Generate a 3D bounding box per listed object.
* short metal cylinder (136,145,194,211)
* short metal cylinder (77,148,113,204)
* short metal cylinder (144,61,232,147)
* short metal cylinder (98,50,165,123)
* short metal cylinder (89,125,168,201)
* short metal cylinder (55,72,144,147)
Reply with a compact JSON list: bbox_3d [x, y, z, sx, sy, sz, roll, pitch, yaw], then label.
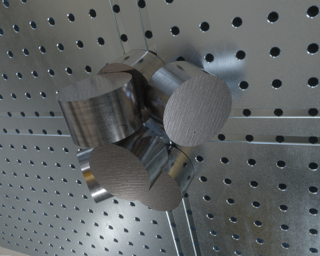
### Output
[{"bbox_3d":[0.002,0.070,0.437,0.080,0.050,0.079,13,125,20],"label":"short metal cylinder"},{"bbox_3d":[-0.082,0.062,0.450,0.050,0.080,0.080,-21,114,-11],"label":"short metal cylinder"},{"bbox_3d":[0.029,-0.027,0.335,0.050,0.081,0.079,-134,34,-53],"label":"short metal cylinder"},{"bbox_3d":[-0.032,-0.050,0.381,0.080,0.050,0.079,13,125,20],"label":"short metal cylinder"},{"bbox_3d":[-0.037,0.040,0.374,0.080,0.050,0.079,13,124,21],"label":"short metal cylinder"},{"bbox_3d":[-0.062,-0.022,0.329,0.080,0.080,0.050,1,119,28],"label":"short metal cylinder"}]
